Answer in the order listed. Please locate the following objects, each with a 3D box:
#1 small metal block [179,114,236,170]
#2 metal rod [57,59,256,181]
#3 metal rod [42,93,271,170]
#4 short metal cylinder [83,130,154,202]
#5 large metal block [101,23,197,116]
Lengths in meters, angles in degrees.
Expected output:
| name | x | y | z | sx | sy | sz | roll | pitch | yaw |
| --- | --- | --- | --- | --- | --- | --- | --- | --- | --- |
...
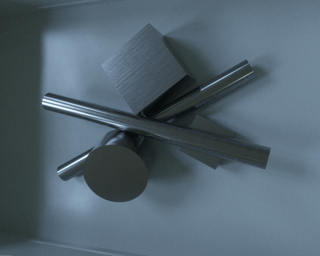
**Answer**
| name | x | y | z | sx | sy | sz | roll | pitch | yaw |
| --- | --- | --- | --- | --- | --- | --- | --- | --- | --- |
| small metal block | 0.060 | 0.016 | 0.385 | 0.050 | 0.025 | 0.050 | 28 | 99 | 17 |
| metal rod | -0.017 | -0.002 | 0.413 | 0.300 | 0.025 | 0.025 | -29 | 81 | 17 |
| metal rod | -0.019 | -0.002 | 0.388 | 0.301 | 0.025 | 0.025 | 15 | 95 | 19 |
| short metal cylinder | -0.051 | 0.047 | 0.398 | 0.080 | 0.050 | 0.079 | 2 | 112 | 6 |
| large metal block | -0.013 | -0.071 | 0.399 | 0.080 | 0.050 | 0.080 | -37 | 78 | 16 |
